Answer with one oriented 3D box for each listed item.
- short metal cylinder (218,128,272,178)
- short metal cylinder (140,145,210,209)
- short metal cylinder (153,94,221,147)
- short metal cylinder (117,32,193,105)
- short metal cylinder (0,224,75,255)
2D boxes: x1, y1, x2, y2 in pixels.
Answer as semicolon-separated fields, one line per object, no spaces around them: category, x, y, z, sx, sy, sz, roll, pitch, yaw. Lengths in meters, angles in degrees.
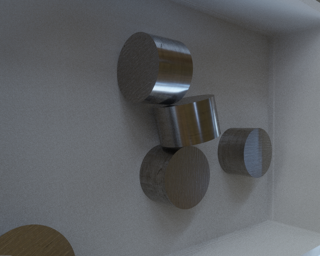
short metal cylinder;0.141;0.040;0.512;0.081;0.050;0.079;0;90;-40
short metal cylinder;0.020;0.062;0.410;0.081;0.050;0.079;0;90;-40
short metal cylinder;0.035;-0.011;0.402;0.081;0.080;0.050;-20;103;-39
short metal cylinder;-0.008;-0.068;0.366;0.050;0.080;0.079;0;91;-40
short metal cylinder;-0.122;0.130;0.272;0.080;0.050;0.080;20;55;-32
